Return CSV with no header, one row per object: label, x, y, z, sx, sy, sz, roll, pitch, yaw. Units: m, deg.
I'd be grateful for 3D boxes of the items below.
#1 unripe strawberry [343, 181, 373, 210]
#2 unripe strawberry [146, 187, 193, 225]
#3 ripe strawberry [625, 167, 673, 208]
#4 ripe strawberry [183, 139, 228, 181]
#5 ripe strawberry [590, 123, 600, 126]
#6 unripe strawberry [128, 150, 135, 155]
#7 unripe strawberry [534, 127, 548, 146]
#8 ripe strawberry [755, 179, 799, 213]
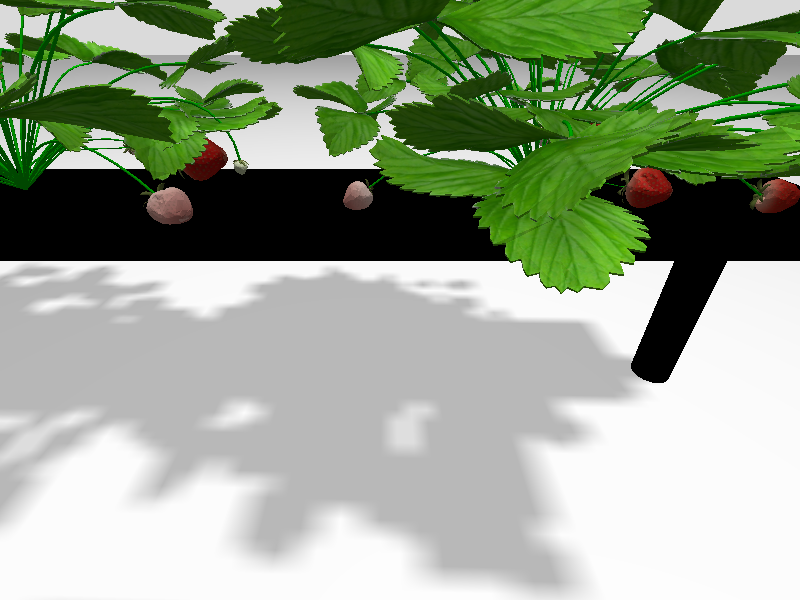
unripe strawberry,-0.033,-0.078,0.307,0.022,0.022,0.021,-33,37,2
unripe strawberry,-0.158,-0.063,0.278,0.026,0.025,0.028,36,41,5
ripe strawberry,0.190,-0.085,0.305,0.031,0.031,0.034,21,38,28
ripe strawberry,-0.180,-0.130,0.365,0.041,0.040,0.045,-5,33,-9
ripe strawberry,0.233,-0.203,0.487,0.035,0.031,0.031,20,19,28
unripe strawberry,-0.300,-0.177,0.457,0.021,0.022,0.023,7,33,11
unripe strawberry,0.175,-0.201,0.490,0.028,0.025,0.025,10,15,15
ripe strawberry,0.281,-0.076,0.297,0.024,0.026,0.022,12,35,16
